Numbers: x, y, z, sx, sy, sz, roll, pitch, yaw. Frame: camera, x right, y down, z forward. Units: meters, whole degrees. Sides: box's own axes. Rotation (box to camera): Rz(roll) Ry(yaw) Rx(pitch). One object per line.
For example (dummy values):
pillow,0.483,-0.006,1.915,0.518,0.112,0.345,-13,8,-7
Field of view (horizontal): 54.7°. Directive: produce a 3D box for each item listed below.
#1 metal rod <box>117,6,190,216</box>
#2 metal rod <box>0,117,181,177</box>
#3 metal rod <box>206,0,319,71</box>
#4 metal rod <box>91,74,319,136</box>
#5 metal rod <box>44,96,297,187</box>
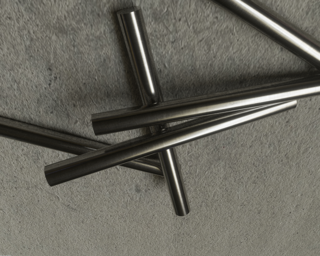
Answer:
metal rod,0.001,0.004,0.389,0.025,0.025,0.298,-10,124,8
metal rod,-0.114,0.025,0.427,0.302,0.025,0.025,16,128,-14
metal rod,0.063,-0.128,0.298,0.302,0.025,0.025,23,126,-19
metal rod,0.076,-0.030,0.350,0.302,0.025,0.025,-10,130,-4
metal rod,0.017,0.010,0.366,0.302,0.025,0.025,-17,130,-5
